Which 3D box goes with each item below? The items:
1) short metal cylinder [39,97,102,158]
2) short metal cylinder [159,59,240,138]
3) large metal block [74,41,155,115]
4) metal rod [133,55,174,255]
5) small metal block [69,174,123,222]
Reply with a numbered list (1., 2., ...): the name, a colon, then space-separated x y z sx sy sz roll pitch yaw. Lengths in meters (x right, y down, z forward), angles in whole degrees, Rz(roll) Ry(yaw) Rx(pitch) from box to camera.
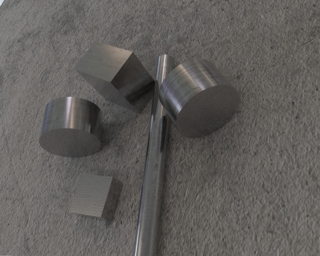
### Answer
1. short metal cylinder: -0.122 0.001 0.432 0.080 0.080 0.050 -17 55 19
2. short metal cylinder: 0.045 -0.034 0.365 0.080 0.080 0.050 -34 52 6
3. large metal block: -0.061 -0.072 0.445 0.080 0.080 0.050 24 75 36
4. metal rod: -0.005 0.030 0.388 0.025 0.025 0.299 -8 58 24
5. small metal block: -0.080 0.088 0.392 0.050 0.025 0.050 -1 61 28
